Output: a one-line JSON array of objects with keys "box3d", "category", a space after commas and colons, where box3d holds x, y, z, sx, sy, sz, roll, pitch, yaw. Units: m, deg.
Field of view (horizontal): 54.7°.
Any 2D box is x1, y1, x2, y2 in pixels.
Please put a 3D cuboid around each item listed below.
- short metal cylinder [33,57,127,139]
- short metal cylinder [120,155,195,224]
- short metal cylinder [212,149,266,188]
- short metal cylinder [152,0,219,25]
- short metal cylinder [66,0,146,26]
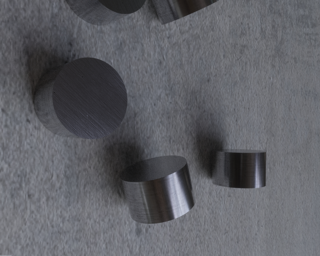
[{"box3d": [-0.082, -0.029, 0.321, 0.081, 0.050, 0.079, 0, 90, -40], "category": "short metal cylinder"}, {"box3d": [-0.002, 0.070, 0.369, 0.081, 0.080, 0.050, -22, 104, -38], "category": "short metal cylinder"}, {"box3d": [0.120, 0.060, 0.473, 0.081, 0.080, 0.050, 1, 90, -40], "category": "short metal cylinder"}, {"box3d": [0.029, -0.172, 0.395, 0.080, 0.080, 0.050, -38, 114, -34], "category": "short metal cylinder"}, {"box3d": [-0.060, -0.159, 0.339, 0.081, 0.050, 0.079, 0, 90, -40], "category": "short metal cylinder"}]
